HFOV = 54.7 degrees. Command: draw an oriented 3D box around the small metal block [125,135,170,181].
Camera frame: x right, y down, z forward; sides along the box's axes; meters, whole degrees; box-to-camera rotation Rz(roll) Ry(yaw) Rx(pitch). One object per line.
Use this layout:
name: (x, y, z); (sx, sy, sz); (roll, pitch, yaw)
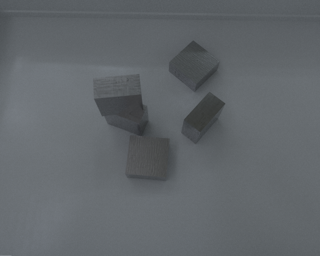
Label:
small metal block: (-0.015, 0.039, 0.395); (0.050, 0.025, 0.050); (5, 70, 1)

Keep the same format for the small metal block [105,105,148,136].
small metal block: (-0.044, -0.016, 0.402); (0.050, 0.050, 0.025); (20, 71, 7)

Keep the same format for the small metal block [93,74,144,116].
small metal block: (-0.046, -0.037, 0.356); (0.050, 0.050, 0.025); (-6, 70, -3)

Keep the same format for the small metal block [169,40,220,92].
small metal block: (0.048, -0.088, 0.443); (0.050, 0.025, 0.050); (42, 75, 13)

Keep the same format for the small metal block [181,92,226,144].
small metal block: (0.055, -0.012, 0.401); (0.025, 0.050, 0.050); (39, 75, 13)
